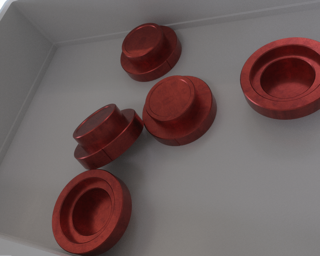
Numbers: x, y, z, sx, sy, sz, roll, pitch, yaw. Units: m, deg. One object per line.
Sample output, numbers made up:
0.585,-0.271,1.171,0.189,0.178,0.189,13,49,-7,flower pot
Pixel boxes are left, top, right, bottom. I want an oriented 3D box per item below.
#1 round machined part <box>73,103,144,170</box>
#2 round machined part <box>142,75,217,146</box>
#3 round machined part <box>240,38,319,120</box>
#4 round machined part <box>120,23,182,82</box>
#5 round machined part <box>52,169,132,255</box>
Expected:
-0.073,0.005,0.404,0.098,0.042,0.098,-29,24,15,round machined part
0.020,-0.029,0.402,0.098,0.042,0.098,-13,56,21,round machined part
0.144,-0.051,0.350,0.098,0.042,0.098,-13,56,21,round machined part
-0.020,-0.124,0.481,0.098,0.042,0.098,-13,56,21,round machined part
-0.076,0.102,0.372,0.098,0.042,0.098,-13,57,21,round machined part
